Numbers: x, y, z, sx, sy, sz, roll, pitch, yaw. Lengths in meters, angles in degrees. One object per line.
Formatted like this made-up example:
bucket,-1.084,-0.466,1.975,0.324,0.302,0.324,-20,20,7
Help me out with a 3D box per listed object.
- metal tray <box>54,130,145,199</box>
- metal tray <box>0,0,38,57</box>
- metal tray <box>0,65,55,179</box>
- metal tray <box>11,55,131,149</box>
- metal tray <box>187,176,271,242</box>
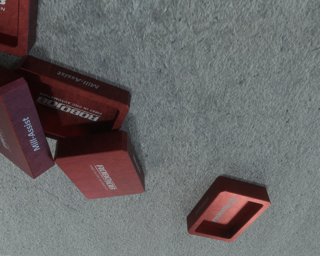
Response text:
metal tray,-0.076,0.056,0.428,0.090,0.030,0.130,-8,145,4
metal tray,-0.187,-0.129,0.292,0.131,0.030,0.089,14,129,-12
metal tray,-0.176,-0.010,0.360,0.090,0.030,0.129,27,138,29
metal tray,-0.112,-0.024,0.382,0.131,0.030,0.089,19,128,-16
metal tray,0.112,0.141,0.525,0.091,0.030,0.129,16,128,-14
